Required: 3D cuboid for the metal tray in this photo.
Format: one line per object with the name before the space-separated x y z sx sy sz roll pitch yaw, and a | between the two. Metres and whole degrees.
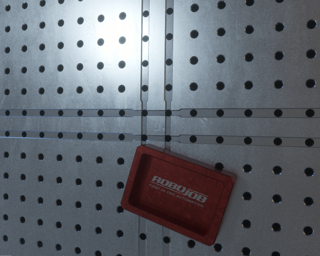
metal tray | 0.022 0.082 0.401 0.130 0.030 0.089 18 96 18
